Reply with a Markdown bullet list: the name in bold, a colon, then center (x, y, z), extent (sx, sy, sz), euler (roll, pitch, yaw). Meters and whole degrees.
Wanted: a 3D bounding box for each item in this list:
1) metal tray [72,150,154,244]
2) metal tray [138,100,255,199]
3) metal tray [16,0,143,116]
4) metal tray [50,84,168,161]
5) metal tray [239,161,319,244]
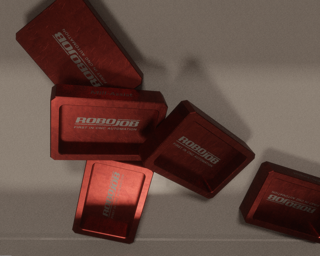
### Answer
- **metal tray**: center (-0.067, 0.098, 0.443), extent (0.091, 0.030, 0.129), euler (14, 109, -6)
- **metal tray**: center (0.050, 0.033, 0.398), extent (0.130, 0.030, 0.090), euler (32, 108, -33)
- **metal tray**: center (-0.093, -0.085, 0.376), extent (0.090, 0.030, 0.130), euler (-34, 107, 11)
- **metal tray**: center (-0.064, -0.003, 0.378), extent (0.131, 0.030, 0.089), euler (2, 125, -17)
- **metal tray**: center (0.195, 0.110, 0.451), extent (0.131, 0.030, 0.089), euler (17, 109, -7)
